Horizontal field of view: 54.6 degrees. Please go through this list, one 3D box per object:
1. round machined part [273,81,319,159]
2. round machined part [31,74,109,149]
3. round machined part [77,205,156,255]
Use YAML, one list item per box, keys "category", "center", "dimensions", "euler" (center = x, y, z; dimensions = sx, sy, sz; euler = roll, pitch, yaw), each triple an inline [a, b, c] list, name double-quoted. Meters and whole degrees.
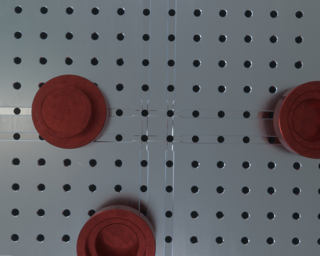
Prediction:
- category: "round machined part"
  center: [0.197, -0.010, 0.406]
  dimensions: [0.099, 0.042, 0.097]
  euler: [0, 90, 0]
- category: "round machined part"
  center: [-0.119, -0.021, 0.404]
  dimensions: [0.099, 0.042, 0.097]
  euler: [0, 90, 0]
- category: "round machined part"
  center: [-0.054, 0.149, 0.405]
  dimensions: [0.099, 0.042, 0.097]
  euler: [0, 90, 0]
